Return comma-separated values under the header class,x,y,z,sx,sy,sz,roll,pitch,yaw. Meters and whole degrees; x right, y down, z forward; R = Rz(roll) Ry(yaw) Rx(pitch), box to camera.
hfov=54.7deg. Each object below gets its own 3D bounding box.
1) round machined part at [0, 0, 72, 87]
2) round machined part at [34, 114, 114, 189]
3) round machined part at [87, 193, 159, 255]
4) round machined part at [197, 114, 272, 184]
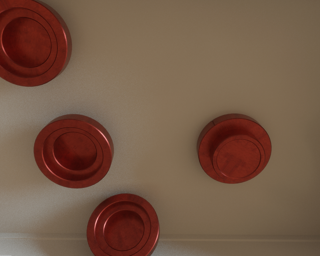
class,x,y,z,sx,sy,sz,roll,pitch,yaw
round machined part,-0.153,-0.101,0.364,0.099,0.042,0.097,0,110,0
round machined part,-0.110,0.027,0.411,0.099,0.042,0.097,0,110,0
round machined part,-0.049,0.146,0.436,0.099,0.098,0.042,-4,147,1
round machined part,0.101,0.033,0.415,0.099,0.042,0.097,0,110,0
